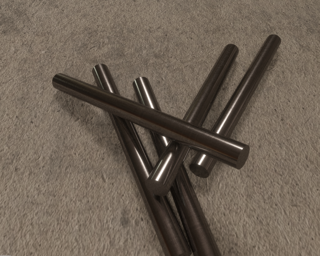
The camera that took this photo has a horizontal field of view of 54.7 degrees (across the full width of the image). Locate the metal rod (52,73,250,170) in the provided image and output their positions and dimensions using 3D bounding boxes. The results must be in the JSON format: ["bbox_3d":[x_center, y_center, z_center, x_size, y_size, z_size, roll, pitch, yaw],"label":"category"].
[{"bbox_3d":[-0.036,-0.021,0.376,0.300,0.025,0.025,23,52,34],"label":"metal rod"}]

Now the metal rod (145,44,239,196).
[{"bbox_3d":[0.057,-0.034,0.412,0.025,0.025,0.301,19,46,15],"label":"metal rod"}]

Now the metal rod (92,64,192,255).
[{"bbox_3d":[-0.036,0.018,0.387,0.025,0.025,0.300,-17,52,-14],"label":"metal rod"}]

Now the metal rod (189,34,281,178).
[{"bbox_3d":[0.120,-0.050,0.446,0.025,0.025,0.301,24,54,18],"label":"metal rod"}]

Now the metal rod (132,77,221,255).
[{"bbox_3d":[0.015,0.044,0.366,0.025,0.025,0.300,-13,51,-11],"label":"metal rod"}]
